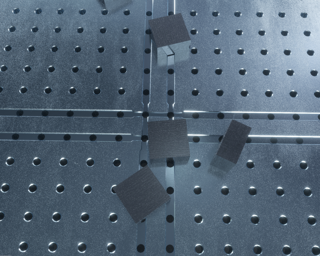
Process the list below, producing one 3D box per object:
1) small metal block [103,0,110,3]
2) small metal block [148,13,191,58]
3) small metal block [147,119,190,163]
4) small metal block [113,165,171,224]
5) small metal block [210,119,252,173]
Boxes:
[{"bbox_3d":[-0.082,-0.238,0.499,0.050,0.025,0.050,-31,73,-11],"label":"small metal block"},{"bbox_3d":[0.014,-0.138,0.463,0.050,0.025,0.050,-15,71,-5],"label":"small metal block"},{"bbox_3d":[0.011,0.018,0.406,0.050,0.025,0.050,-5,70,-2],"label":"small metal block"},{"bbox_3d":[-0.022,0.082,0.382,0.050,0.025,0.050,-34,74,-12],"label":"small metal block"},{"bbox_3d":[0.088,0.024,0.390,0.025,0.050,0.050,25,72,9],"label":"small metal block"}]
